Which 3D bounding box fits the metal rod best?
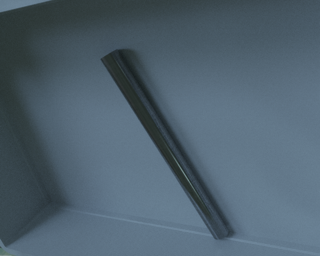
[{"bbox_3d":[0.013,0.032,0.419,0.025,0.025,0.299,-22,107,36],"label":"metal rod"}]
